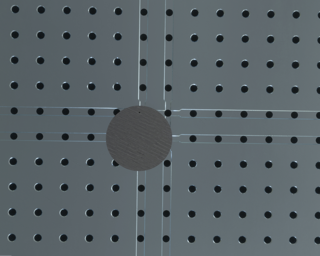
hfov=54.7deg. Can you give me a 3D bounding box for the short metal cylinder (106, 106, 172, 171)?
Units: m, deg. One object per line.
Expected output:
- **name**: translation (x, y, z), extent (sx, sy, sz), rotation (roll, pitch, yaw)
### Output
- **short metal cylinder**: translation (-0.025, 0.012, 0.401), extent (0.081, 0.050, 0.079), rotation (0, 90, -1)
